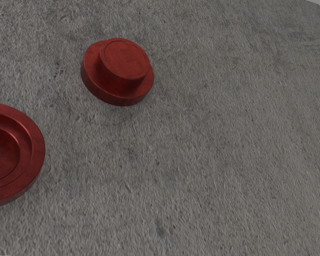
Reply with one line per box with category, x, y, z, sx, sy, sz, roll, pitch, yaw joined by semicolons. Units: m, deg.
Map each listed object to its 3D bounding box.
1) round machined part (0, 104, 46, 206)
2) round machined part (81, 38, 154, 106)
round machined part;-0.162;0.028;0.289;0.099;0.042;0.098;14;56;-21
round machined part;-0.052;-0.081;0.414;0.099;0.042;0.098;14;56;-21
